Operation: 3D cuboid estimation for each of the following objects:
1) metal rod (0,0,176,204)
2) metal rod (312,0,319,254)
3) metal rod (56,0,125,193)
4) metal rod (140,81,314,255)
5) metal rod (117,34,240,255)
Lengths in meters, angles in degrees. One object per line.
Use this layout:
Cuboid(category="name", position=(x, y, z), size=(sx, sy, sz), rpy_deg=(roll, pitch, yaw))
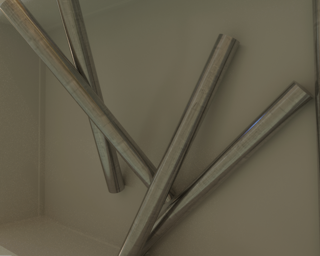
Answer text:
Cuboid(category="metal rod", position=(-0.081, -0.026, 0.378), size=(0.025, 0.025, 0.300), rpy_deg=(-32, 100, 35))
Cuboid(category="metal rod", position=(0.155, 0.022, 0.278), size=(0.025, 0.025, 0.298), rpy_deg=(-2, 89, 39))
Cuboid(category="metal rod", position=(-0.089, -0.045, 0.402), size=(0.025, 0.025, 0.298), rpy_deg=(10, 120, 39))
Cuboid(category="metal rod", position=(0.052, 0.066, 0.362), size=(0.298, 0.025, 0.025), rpy_deg=(-51, 61, 27))
Cuboid(category="metal rod", position=(0.016, 0.036, 0.364), size=(0.025, 0.025, 0.298), rpy_deg=(30, 100, 35))
